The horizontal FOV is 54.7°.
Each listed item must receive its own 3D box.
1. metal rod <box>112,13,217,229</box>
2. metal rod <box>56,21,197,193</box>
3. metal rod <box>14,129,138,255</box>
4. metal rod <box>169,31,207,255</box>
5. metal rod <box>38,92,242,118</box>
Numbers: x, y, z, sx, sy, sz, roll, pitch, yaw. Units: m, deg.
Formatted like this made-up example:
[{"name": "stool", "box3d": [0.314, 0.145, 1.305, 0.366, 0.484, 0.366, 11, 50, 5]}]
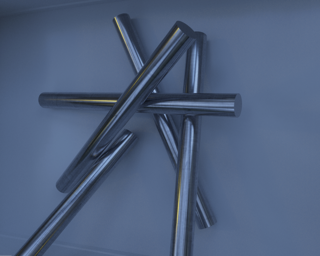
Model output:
[{"name": "metal rod", "box3d": [0.003, -0.015, 0.409, 0.025, 0.025, 0.299, -25, 82, 18]}, {"name": "metal rod", "box3d": [-0.059, -0.004, 0.379, 0.025, 0.025, 0.298, 52, 125, 12]}, {"name": "metal rod", "box3d": [-0.128, 0.118, 0.373, 0.025, 0.025, 0.301, 32, 68, 17]}, {"name": "metal rod", "box3d": [0.033, 0.028, 0.359, 0.025, 0.025, 0.299, 0, 75, 20]}, {"name": "metal rod", "box3d": [-0.048, -0.033, 0.394, 0.300, 0.025, 0.025, 4, 92, 32]}]
